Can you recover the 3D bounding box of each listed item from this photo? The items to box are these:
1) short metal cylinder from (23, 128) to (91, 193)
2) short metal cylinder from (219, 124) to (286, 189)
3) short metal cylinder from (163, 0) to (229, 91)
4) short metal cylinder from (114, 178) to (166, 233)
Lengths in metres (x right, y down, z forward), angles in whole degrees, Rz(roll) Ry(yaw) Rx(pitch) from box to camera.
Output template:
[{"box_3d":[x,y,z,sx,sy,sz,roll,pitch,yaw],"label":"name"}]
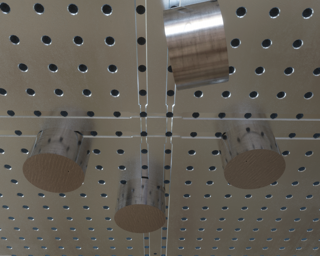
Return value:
[{"box_3d":[-0.142,0.046,0.433,0.081,0.050,0.079,0,130,0],"label":"short metal cylinder"},{"box_3d":[0.126,0.040,0.431,0.081,0.050,0.079,0,130,0],"label":"short metal cylinder"},{"box_3d":[0.036,-0.081,0.307,0.050,0.080,0.080,-9,130,8],"label":"short metal cylinder"},{"box_3d":[-0.031,0.127,0.503,0.081,0.050,0.079,0,130,0],"label":"short metal cylinder"}]
